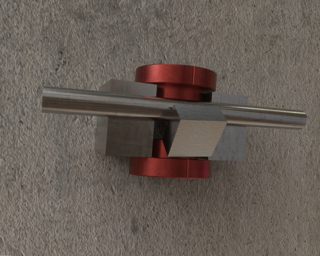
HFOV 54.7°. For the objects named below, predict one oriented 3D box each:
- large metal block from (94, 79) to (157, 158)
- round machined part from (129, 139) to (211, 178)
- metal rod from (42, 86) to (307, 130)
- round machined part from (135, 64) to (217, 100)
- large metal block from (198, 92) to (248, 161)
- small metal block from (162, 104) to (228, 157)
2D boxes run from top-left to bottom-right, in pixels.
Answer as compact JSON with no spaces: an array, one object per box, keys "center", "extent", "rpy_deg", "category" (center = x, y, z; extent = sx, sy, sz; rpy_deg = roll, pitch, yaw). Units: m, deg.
[{"center":[-0.043,-0.010,0.365],"extent":[0.050,0.080,0.080],"rpy_deg":[5,89,-20],"category":"large metal block"},{"center":[0.013,0.037,0.376],"extent":[0.099,0.098,0.042],"rpy_deg":[5,84,-20],"category":"round machined part"},{"center":[0.033,-0.018,0.337],"extent":[0.302,0.025,0.025],"rpy_deg":[3,89,-20],"category":"metal rod"},{"center":[0.018,-0.047,0.378],"extent":[0.099,0.098,0.042],"rpy_deg":[4,90,-20],"category":"round machined part"},{"center":[0.068,-0.001,0.406],"extent":[0.050,0.080,0.080],"rpy_deg":[4,89,-20],"category":"large metal block"},{"center":[0.035,0.004,0.324],"extent":[0.050,0.025,0.050],"rpy_deg":[2,130,-19],"category":"small metal block"}]
